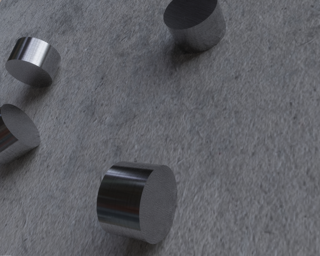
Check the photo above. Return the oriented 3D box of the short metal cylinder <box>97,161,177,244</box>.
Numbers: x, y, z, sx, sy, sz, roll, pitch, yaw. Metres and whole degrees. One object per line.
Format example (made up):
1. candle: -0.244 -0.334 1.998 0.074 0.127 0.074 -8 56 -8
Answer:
1. short metal cylinder: -0.022 0.077 0.331 0.050 0.080 0.080 2 63 29

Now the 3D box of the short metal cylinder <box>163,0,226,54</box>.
1. short metal cylinder: 0.052 -0.157 0.456 0.080 0.050 0.080 -13 56 20

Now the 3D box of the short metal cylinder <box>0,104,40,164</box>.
1. short metal cylinder: -0.236 0.009 0.484 0.050 0.080 0.080 -33 52 6

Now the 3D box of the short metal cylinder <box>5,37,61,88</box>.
1. short metal cylinder: -0.226 -0.116 0.555 0.080 0.080 0.050 -3 61 26
